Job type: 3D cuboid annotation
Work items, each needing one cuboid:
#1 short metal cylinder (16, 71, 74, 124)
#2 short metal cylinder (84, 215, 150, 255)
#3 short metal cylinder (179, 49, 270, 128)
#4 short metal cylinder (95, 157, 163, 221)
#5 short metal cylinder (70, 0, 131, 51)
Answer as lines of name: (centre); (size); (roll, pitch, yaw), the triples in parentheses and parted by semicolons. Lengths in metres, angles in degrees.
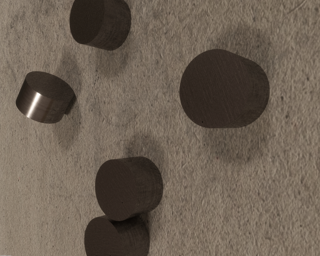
short metal cylinder: (-0.195, -0.052, 0.527); (0.080, 0.081, 0.050); (50, 119, 28)
short metal cylinder: (-0.061, 0.161, 0.437); (0.080, 0.050, 0.079); (0, 90, 39)
short metal cylinder: (0.068, -0.040, 0.331); (0.080, 0.050, 0.079); (0, 90, 39)
short metal cylinder: (-0.043, 0.080, 0.422); (0.080, 0.050, 0.079); (0, 90, 39)
short metal cylinder: (-0.089, -0.160, 0.460); (0.080, 0.050, 0.079); (0, 90, 39)
